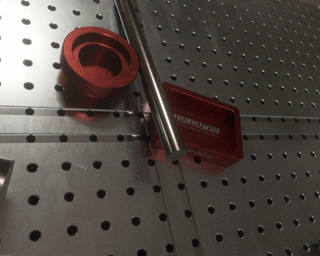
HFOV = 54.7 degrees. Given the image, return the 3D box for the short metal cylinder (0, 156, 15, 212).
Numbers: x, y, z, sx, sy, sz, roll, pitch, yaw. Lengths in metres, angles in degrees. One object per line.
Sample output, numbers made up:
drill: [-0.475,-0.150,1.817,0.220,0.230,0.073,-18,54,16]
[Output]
short metal cylinder: [-0.158,0.059,0.252,0.050,0.080,0.080,17,55,-19]

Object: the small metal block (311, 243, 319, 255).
small metal block: [0.248,0.183,0.433,0.050,0.025,0.050,2,61,-28]

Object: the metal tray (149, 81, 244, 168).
metal tray: [0.053,-0.004,0.437,0.131,0.030,0.090,17,55,-19]

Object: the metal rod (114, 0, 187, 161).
metal rod: [-0.022,-0.090,0.428,0.025,0.025,0.299,1,54,-28]

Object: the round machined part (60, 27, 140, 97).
round machined part: [-0.080,-0.081,0.405,0.099,0.042,0.098,14,56,-21]
